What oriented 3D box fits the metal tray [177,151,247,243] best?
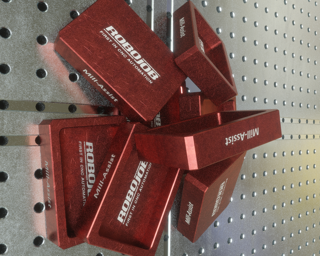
[{"bbox_3d":[0.068,0.087,0.418,0.091,0.030,0.129,-36,145,-34],"label":"metal tray"}]

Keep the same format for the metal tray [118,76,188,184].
[{"bbox_3d":[-0.003,0.000,0.402,0.091,0.030,0.129,-6,92,-41],"label":"metal tray"}]

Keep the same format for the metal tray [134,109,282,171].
[{"bbox_3d":[0.051,0.007,0.324,0.131,0.090,0.030,-14,99,-35],"label":"metal tray"}]

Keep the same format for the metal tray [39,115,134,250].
[{"bbox_3d":[-0.078,0.053,0.340,0.091,0.030,0.129,-6,93,-40],"label":"metal tray"}]

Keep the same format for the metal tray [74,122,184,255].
[{"bbox_3d":[-0.026,0.069,0.344,0.090,0.030,0.130,33,70,-35],"label":"metal tray"}]

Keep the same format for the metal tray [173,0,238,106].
[{"bbox_3d":[0.057,-0.101,0.408,0.090,0.030,0.130,40,33,-32],"label":"metal tray"}]

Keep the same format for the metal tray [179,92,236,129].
[{"bbox_3d":[0.074,-0.005,0.442,0.131,0.030,0.090,-8,96,-57],"label":"metal tray"}]

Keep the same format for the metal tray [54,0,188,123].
[{"bbox_3d":[-0.039,-0.077,0.351,0.130,0.030,0.090,44,63,-14],"label":"metal tray"}]
